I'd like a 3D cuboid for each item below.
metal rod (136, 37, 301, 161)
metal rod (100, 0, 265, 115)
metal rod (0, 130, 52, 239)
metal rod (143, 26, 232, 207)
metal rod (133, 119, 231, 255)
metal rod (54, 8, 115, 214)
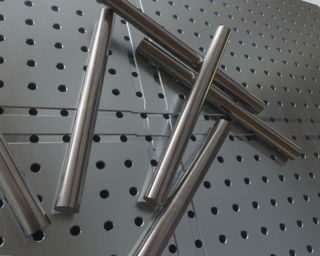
[{"bbox_3d":[0.094,-0.042,0.483,0.301,0.025,0.025,34,51,-6],"label":"metal rod"},{"bbox_3d":[0.043,-0.112,0.482,0.301,0.025,0.025,33,51,-13],"label":"metal rod"},{"bbox_3d":[-0.195,-0.026,0.318,0.025,0.025,0.299,-26,76,-37],"label":"metal rod"},{"bbox_3d":[0.048,-0.035,0.425,0.025,0.025,0.300,30,61,-9],"label":"metal rod"},{"bbox_3d":[0.021,0.088,0.364,0.025,0.025,0.301,40,51,-2],"label":"metal rod"},{"bbox_3d":[-0.086,-0.045,0.388,0.025,0.025,0.300,16,55,-19],"label":"metal rod"}]
